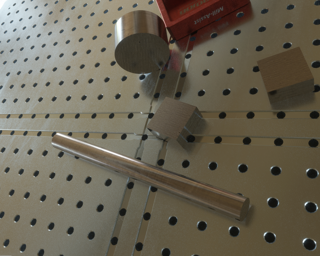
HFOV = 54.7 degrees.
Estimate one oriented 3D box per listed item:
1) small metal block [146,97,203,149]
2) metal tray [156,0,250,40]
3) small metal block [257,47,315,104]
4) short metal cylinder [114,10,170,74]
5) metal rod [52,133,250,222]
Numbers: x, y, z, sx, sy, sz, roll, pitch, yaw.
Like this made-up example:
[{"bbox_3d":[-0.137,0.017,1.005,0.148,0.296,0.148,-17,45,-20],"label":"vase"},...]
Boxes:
[{"bbox_3d":[0.019,-0.008,0.403,0.050,0.025,0.050,22,74,36],"label":"small metal block"},{"bbox_3d":[0.065,-0.206,0.497,0.130,0.030,0.090,-25,53,13],"label":"metal tray"},{"bbox_3d":[0.149,-0.062,0.369,0.050,0.025,0.050,-17,55,18],"label":"small metal block"},{"bbox_3d":[-0.028,-0.127,0.466,0.080,0.080,0.050,-19,55,17],"label":"short metal cylinder"},{"bbox_3d":[-0.035,0.051,0.395,0.300,0.025,0.025,15,69,34],"label":"metal rod"}]
